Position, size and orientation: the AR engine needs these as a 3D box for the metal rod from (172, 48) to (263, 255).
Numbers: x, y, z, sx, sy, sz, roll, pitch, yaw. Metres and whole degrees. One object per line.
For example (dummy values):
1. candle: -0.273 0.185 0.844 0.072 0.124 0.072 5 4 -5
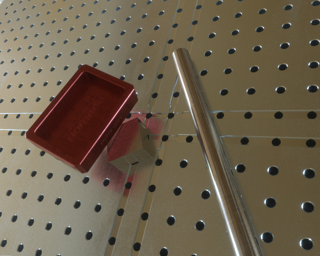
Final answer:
1. metal rod: 0.058 0.010 0.370 0.025 0.025 0.299 -23 53 14

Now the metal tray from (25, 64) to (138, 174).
1. metal tray: -0.101 -0.016 0.415 0.090 0.030 0.130 26 69 18

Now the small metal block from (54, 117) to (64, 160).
1. small metal block: -0.153 0.012 0.460 0.050 0.050 0.025 -44 39 -2

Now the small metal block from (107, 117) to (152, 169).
1. small metal block: -0.043 0.021 0.417 0.050 0.025 0.050 -23 53 14
